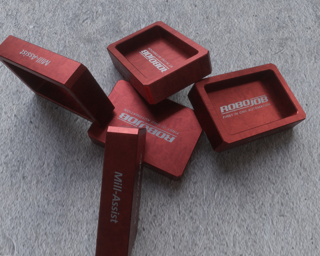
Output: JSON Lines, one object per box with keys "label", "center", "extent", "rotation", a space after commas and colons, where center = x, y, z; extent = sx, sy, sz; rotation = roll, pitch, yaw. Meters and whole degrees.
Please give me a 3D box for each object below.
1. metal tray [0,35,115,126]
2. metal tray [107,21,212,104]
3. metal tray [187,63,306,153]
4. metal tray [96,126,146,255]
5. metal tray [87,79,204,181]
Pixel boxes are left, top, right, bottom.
{"label": "metal tray", "center": [-0.127, -0.057, 0.378], "extent": [0.130, 0.090, 0.030], "rotation": [24, 71, 26]}
{"label": "metal tray", "center": [-0.005, -0.092, 0.409], "extent": [0.090, 0.030, 0.130], "rotation": [-30, 44, -11]}
{"label": "metal tray", "center": [0.112, -0.029, 0.401], "extent": [0.131, 0.030, 0.090], "rotation": [-16, 70, -22]}
{"label": "metal tray", "center": [-0.038, 0.063, 0.331], "extent": [0.030, 0.090, 0.129], "rotation": [5, 91, 2]}
{"label": "metal tray", "center": [-0.015, 0.002, 0.406], "extent": [0.130, 0.030, 0.090], "rotation": [24, 72, 8]}
